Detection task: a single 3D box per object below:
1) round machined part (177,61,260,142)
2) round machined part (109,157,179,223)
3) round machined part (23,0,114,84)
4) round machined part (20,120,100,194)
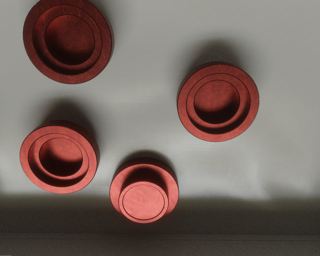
[{"bbox_3d":[0.070,-0.035,0.390,0.099,0.042,0.097,0,110,0],"label":"round machined part"},{"bbox_3d":[-0.022,0.094,0.436,0.099,0.042,0.097,0,110,0],"label":"round machined part"},{"bbox_3d":[-0.103,-0.104,0.363,0.099,0.042,0.097,0,110,0],"label":"round machined part"},{"bbox_3d":[-0.129,0.035,0.414,0.099,0.042,0.097,0,110,0],"label":"round machined part"}]
